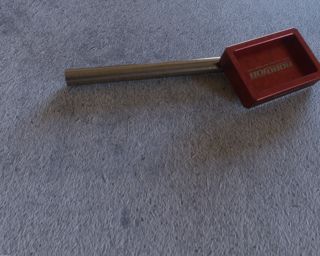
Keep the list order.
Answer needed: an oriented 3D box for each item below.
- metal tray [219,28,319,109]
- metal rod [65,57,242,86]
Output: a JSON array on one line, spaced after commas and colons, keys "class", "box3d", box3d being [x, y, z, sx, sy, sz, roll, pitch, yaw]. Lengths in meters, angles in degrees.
[{"class": "metal tray", "box3d": [0.165, -0.091, 0.458, 0.131, 0.030, 0.090, -20, 73, -16]}, {"class": "metal rod", "box3d": [0.010, -0.090, 0.479, 0.302, 0.025, 0.025, -6, 50, -6]}]
